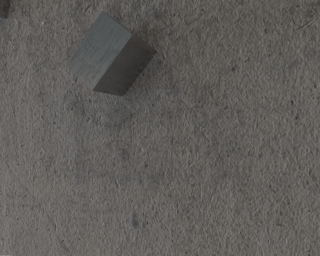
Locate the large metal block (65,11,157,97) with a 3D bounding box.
[{"bbox_3d":[-0.060,-0.091,0.401,0.050,0.080,0.080,42,103,15],"label":"large metal block"}]

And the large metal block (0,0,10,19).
[{"bbox_3d":[-0.290,-0.228,0.498,0.080,0.050,0.080,14,95,19],"label":"large metal block"}]
